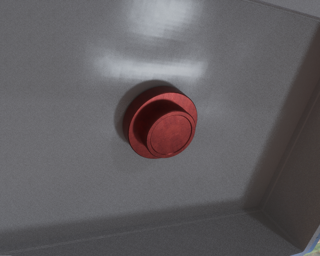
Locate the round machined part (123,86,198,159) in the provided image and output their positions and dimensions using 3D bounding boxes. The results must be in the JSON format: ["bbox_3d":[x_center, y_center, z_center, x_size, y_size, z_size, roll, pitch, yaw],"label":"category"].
[{"bbox_3d":[0.006,-0.001,0.396,0.099,0.042,0.097,-14,124,-21],"label":"round machined part"}]
